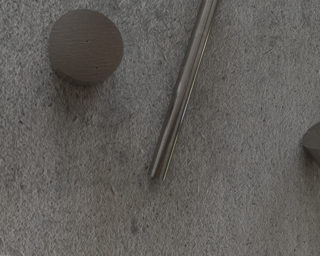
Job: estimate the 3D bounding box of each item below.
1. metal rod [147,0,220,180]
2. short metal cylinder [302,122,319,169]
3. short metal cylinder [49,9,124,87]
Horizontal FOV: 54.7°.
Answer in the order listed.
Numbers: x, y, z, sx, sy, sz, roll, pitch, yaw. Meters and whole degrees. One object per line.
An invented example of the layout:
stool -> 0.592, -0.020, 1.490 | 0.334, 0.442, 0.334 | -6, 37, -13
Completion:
metal rod -> 0.040, -0.077, 0.423 | 0.025, 0.025, 0.299 | 20, 83, -19
short metal cylinder -> 0.273, 0.024, 0.481 | 0.080, 0.080, 0.050 | -42, 104, -15
short metal cylinder -> -0.088, -0.091, 0.363 | 0.081, 0.050, 0.080 | 0, 90, -20
